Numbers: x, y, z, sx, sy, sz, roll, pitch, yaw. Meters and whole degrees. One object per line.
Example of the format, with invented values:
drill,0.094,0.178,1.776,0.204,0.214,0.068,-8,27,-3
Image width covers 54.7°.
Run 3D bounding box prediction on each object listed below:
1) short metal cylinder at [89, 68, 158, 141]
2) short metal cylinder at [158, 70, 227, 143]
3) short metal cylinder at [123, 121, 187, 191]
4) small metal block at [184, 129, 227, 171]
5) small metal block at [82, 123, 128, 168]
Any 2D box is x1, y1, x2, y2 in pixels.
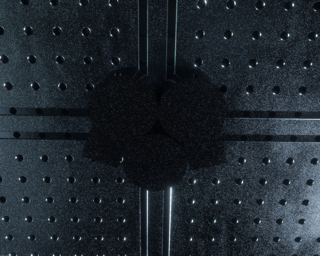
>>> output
short metal cylinder,-0.043,-0.031,0.384,0.081,0.050,0.079,0,110,0
short metal cylinder,0.038,-0.028,0.386,0.081,0.050,0.079,0,110,0
short metal cylinder,-0.006,0.036,0.409,0.081,0.050,0.079,0,110,0
small metal block,0.059,0.025,0.420,0.050,0.025,0.050,-13,110,4
small metal block,-0.071,0.020,0.416,0.050,0.025,0.050,20,109,-7
